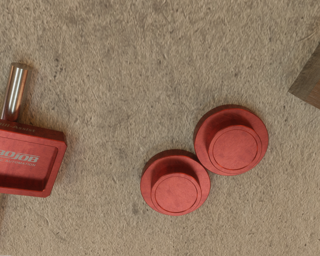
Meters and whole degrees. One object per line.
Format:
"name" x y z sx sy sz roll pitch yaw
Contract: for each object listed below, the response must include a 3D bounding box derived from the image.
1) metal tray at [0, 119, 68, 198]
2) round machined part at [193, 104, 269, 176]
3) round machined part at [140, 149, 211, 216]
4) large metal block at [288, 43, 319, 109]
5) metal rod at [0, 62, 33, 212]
"metal tray" -0.196 0.038 0.394 0.131 0.030 0.089 14 110 -28
"round machined part" 0.095 0.021 0.409 0.099 0.042 0.097 0 110 0
"round machined part" 0.022 0.082 0.431 0.099 0.042 0.097 0 110 0
"large metal block" 0.222 -0.056 0.378 0.080 0.050 0.080 25 108 -9
"metal rod" -0.221 0.055 0.427 0.025 0.025 0.298 19 109 -7
